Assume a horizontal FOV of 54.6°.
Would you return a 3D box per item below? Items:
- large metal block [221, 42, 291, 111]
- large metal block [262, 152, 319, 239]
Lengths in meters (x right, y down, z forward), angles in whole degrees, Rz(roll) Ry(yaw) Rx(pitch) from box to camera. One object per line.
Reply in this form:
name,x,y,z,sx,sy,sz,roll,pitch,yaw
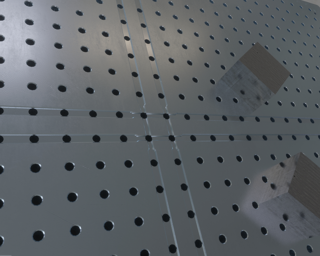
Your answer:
large metal block,0.166,-0.090,0.536,0.080,0.050,0.080,45,51,3
large metal block,0.204,0.096,0.443,0.080,0.050,0.080,40,51,-1
